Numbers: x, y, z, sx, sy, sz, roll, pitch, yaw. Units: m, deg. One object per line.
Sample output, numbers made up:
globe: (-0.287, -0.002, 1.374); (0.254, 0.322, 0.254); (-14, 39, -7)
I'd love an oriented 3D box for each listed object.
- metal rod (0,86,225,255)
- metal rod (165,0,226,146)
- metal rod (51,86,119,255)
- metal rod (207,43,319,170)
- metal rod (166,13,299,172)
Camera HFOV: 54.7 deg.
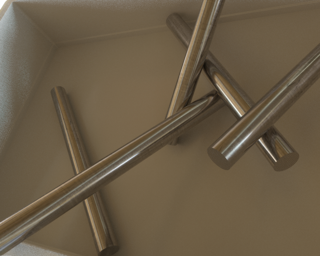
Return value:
metal rod: (-0.027, 0.026, 0.326); (0.302, 0.025, 0.025); (-32, 47, -26)
metal rod: (0.054, -0.122, 0.364); (0.025, 0.025, 0.298); (26, 104, 37)
metal rod: (-0.117, 0.039, 0.443); (0.025, 0.025, 0.300); (-35, 51, 5)
metal rod: (0.157, -0.065, 0.312); (0.301, 0.025, 0.025); (-40, 49, -20)
metal rod: (0.067, -0.068, 0.377); (0.025, 0.025, 0.300); (-32, 46, 7)
